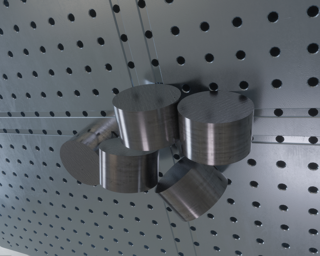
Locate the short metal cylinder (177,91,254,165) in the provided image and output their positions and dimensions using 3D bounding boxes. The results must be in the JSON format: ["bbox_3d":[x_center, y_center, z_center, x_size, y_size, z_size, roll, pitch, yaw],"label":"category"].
[{"bbox_3d":[0.061,-0.003,0.342,0.080,0.080,0.050,9,122,24],"label":"short metal cylinder"}]

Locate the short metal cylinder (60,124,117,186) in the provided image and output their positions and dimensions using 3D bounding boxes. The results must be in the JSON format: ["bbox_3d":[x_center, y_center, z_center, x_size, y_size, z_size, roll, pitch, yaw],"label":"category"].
[{"bbox_3d":[-0.104,0.041,0.476,0.080,0.050,0.079,13,124,21],"label":"short metal cylinder"}]

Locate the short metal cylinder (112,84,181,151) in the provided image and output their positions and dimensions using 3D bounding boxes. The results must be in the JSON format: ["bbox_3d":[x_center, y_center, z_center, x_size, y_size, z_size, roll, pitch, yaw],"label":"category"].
[{"bbox_3d":[-0.013,-0.015,0.373,0.080,0.080,0.050,7,122,24],"label":"short metal cylinder"}]

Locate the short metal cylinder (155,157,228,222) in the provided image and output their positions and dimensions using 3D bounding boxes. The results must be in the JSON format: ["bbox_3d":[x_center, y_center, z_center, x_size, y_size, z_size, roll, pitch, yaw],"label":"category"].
[{"bbox_3d":[0.040,0.073,0.400,0.050,0.080,0.080,48,129,-6],"label":"short metal cylinder"}]

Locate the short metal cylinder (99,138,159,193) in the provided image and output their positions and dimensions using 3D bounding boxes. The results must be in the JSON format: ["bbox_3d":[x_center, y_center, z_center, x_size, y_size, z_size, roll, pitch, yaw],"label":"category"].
[{"bbox_3d":[-0.041,0.047,0.420,0.080,0.080,0.050,9,106,23],"label":"short metal cylinder"}]
